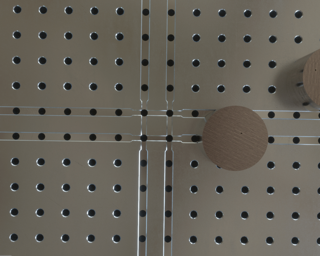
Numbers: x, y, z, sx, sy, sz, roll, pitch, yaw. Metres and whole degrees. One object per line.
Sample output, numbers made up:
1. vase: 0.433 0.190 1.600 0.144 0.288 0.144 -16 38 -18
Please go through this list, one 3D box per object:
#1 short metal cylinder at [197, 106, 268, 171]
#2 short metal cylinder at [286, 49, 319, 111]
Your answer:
1. short metal cylinder: 0.092 0.012 0.401 0.081 0.050 0.079 0 90 0
2. short metal cylinder: 0.214 -0.062 0.402 0.081 0.050 0.079 0 90 0
